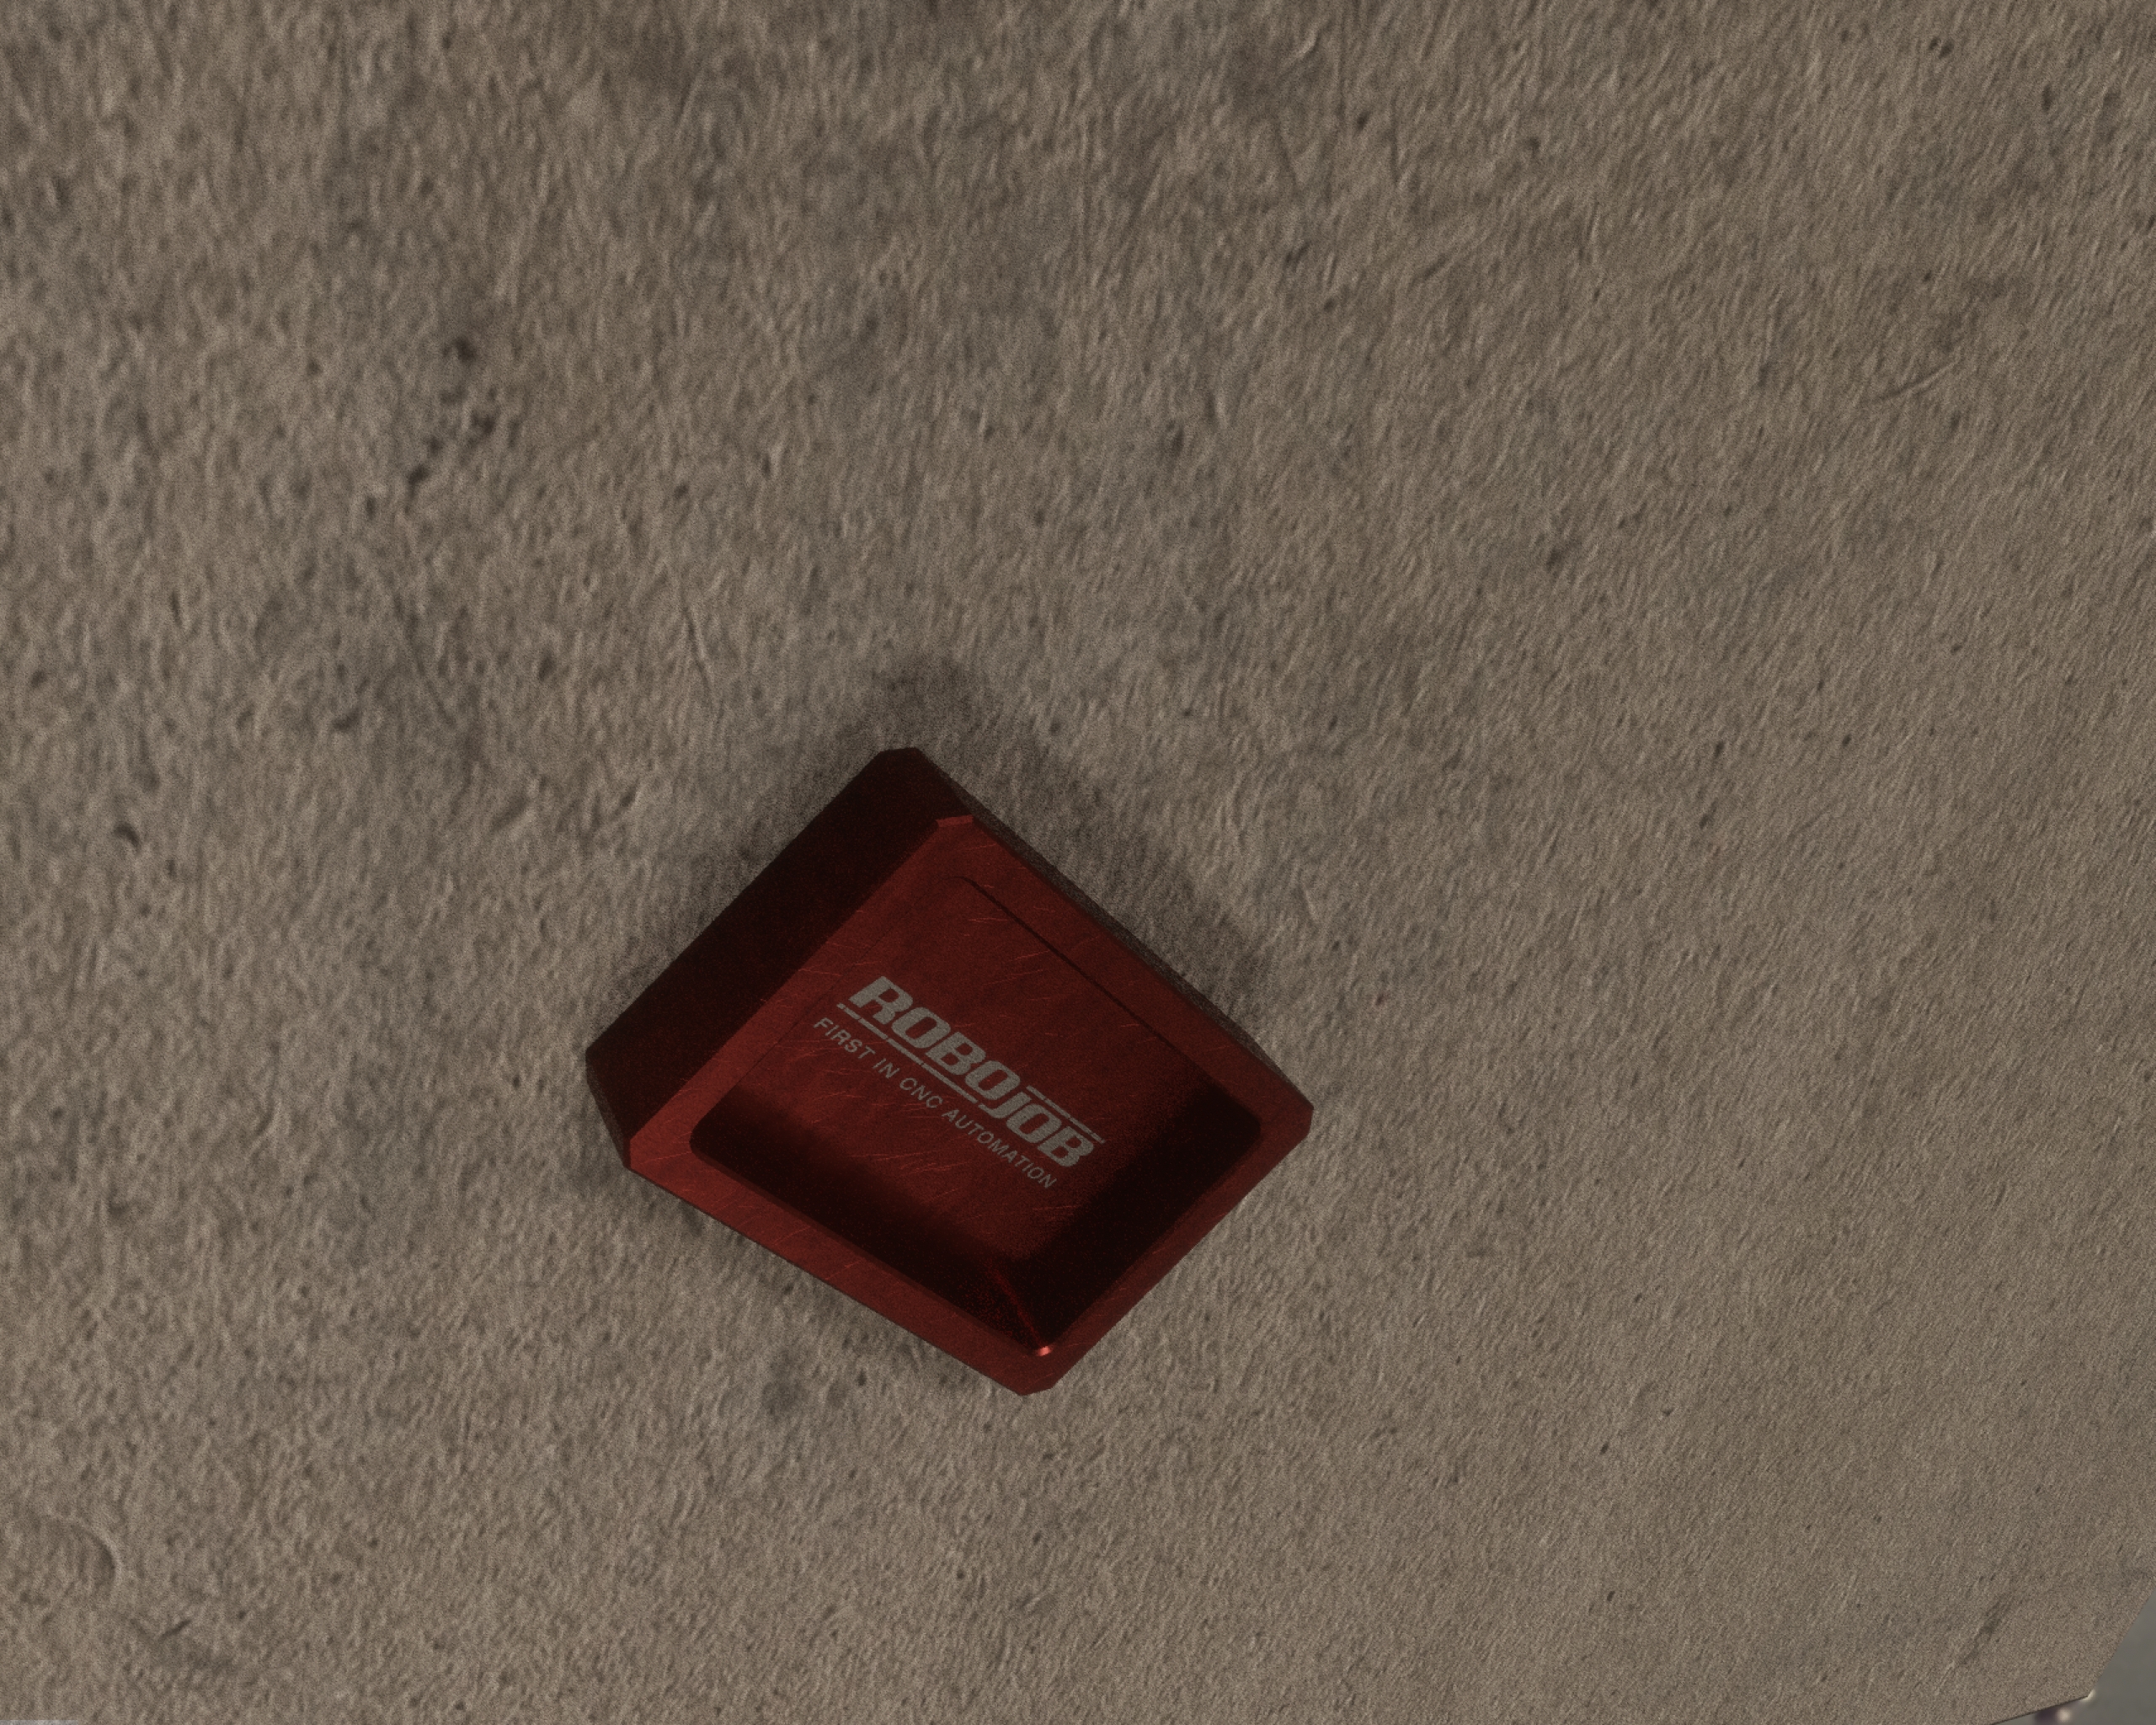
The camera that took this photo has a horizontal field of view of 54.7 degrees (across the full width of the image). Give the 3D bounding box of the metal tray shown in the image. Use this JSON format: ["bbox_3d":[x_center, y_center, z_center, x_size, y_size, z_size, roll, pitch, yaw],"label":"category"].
[{"bbox_3d":[-0.022,0.047,0.424,0.090,0.030,0.130,-46,130,3],"label":"metal tray"}]
